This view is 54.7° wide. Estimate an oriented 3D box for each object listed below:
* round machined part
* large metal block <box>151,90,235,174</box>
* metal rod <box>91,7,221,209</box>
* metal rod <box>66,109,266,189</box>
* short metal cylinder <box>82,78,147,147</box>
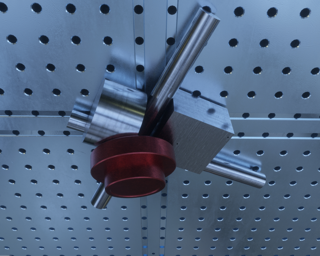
[{"bbox_3d":[-0.030,0.050,0.357,0.099,0.042,0.098,-6,151,-3],"label":"round machined part"},{"bbox_3d":[0.034,0.005,0.396,0.080,0.050,0.079,20,127,-17],"label":"large metal block"},{"bbox_3d":[-0.019,-0.004,0.383,0.025,0.025,0.298,22,119,-18],"label":"metal rod"},{"bbox_3d":[0.020,0.035,0.441,0.302,0.025,0.025,19,127,-16],"label":"metal rod"},{"bbox_3d":[-0.054,-0.013,0.363,0.050,0.080,0.079,20,127,-16],"label":"short metal cylinder"}]
